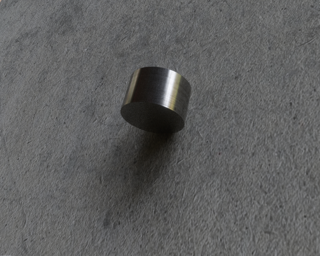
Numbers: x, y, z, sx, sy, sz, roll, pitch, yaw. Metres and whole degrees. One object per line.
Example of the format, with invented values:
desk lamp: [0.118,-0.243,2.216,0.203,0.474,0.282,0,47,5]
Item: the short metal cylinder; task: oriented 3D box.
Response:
short metal cylinder: [-0.004,-0.033,0.392,0.080,0.080,0.050,-1,62,27]
